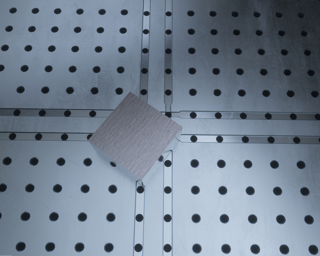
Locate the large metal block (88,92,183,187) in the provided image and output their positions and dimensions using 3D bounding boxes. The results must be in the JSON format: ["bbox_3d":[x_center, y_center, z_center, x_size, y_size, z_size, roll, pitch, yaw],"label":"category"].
[{"bbox_3d":[-0.029,0.015,0.393,0.080,0.050,0.080,35,73,11],"label":"large metal block"}]
